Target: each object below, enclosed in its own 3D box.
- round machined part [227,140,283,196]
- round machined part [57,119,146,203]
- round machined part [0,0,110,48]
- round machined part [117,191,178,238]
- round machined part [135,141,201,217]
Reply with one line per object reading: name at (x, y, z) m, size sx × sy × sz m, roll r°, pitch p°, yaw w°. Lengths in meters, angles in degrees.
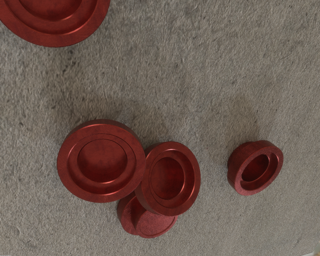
round machined part at (0.153, 0.061, 0.517) m, size 0.099 × 0.042 × 0.097 m, roll -14°, pitch 124°, yaw -21°
round machined part at (-0.068, 0.035, 0.367) m, size 0.099 × 0.042 × 0.097 m, roll -3°, pitch 108°, yaw -8°
round machined part at (-0.096, -0.123, 0.267) m, size 0.099 × 0.042 × 0.097 m, roll -14°, pitch 124°, yaw -21°
round machined part at (-0.011, 0.127, 0.468) m, size 0.099 × 0.042 × 0.097 m, roll -14°, pitch 124°, yaw -21°
round machined part at (0.005, 0.068, 0.421) m, size 0.099 × 0.042 × 0.097 m, roll 5°, pitch 80°, yaw -35°
